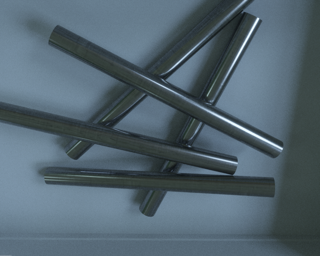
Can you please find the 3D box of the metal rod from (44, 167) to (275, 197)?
[{"bbox_3d":[-0.007,0.071,0.412,0.302,0.025,0.025,2,111,9],"label":"metal rod"}]

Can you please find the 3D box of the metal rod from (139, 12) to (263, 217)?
[{"bbox_3d":[0.045,-0.005,0.410,0.025,0.025,0.298,24,108,-9],"label":"metal rod"}]

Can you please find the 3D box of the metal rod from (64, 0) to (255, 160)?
[{"bbox_3d":[-0.010,-0.061,0.388,0.300,0.025,0.025,-41,106,13],"label":"metal rod"}]

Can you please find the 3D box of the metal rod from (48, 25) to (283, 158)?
[{"bbox_3d":[0.016,-0.038,0.369,0.301,0.025,0.025,26,108,-10],"label":"metal rod"}]

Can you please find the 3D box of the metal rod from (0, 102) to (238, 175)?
[{"bbox_3d":[-0.050,0.014,0.388,0.302,0.025,0.025,13,110,-6],"label":"metal rod"}]
